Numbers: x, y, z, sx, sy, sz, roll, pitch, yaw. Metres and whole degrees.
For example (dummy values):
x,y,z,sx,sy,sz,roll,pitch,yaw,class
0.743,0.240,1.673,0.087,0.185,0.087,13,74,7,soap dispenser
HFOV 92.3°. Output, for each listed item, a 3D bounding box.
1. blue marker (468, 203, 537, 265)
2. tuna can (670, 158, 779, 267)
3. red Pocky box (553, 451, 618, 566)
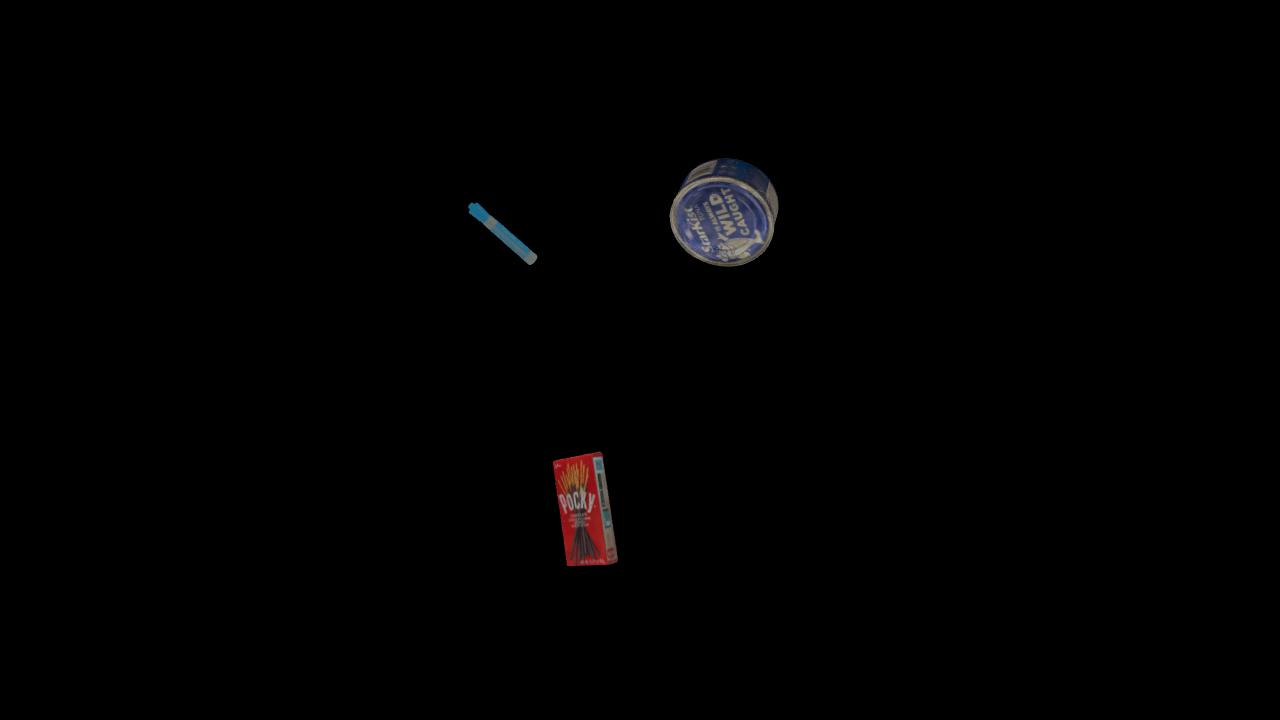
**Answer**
x,y,z,sx,sy,sz,roll,pitch,yaw,class
-0.194,-0.179,0.870,0.020,0.020,0.121,0,-32,45,blue marker
0.068,-0.119,0.498,0.084,0.034,0.084,12,-41,11,tuna can
-0.080,0.214,0.882,0.083,0.155,0.028,-17,-13,38,red Pocky box
